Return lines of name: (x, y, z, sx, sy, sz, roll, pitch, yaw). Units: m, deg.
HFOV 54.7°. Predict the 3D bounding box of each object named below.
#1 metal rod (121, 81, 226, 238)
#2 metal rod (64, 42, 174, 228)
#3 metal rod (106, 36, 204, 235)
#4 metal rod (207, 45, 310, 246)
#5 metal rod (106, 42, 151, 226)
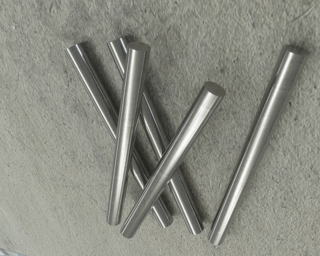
metal rod: (0.002, 0.064, 0.411, 0.025, 0.025, 0.298, 33, 128, 7)
metal rod: (-0.051, 0.022, 0.447, 0.025, 0.025, 0.299, -13, 112, 33)
metal rod: (0.002, 0.024, 0.420, 0.025, 0.025, 0.299, -9, 114, 32)
metal rod: (0.106, 0.046, 0.378, 0.025, 0.025, 0.298, 22, 127, 15)
metal rod: (-0.049, 0.031, 0.417, 0.025, 0.025, 0.298, 23, 127, 14)
